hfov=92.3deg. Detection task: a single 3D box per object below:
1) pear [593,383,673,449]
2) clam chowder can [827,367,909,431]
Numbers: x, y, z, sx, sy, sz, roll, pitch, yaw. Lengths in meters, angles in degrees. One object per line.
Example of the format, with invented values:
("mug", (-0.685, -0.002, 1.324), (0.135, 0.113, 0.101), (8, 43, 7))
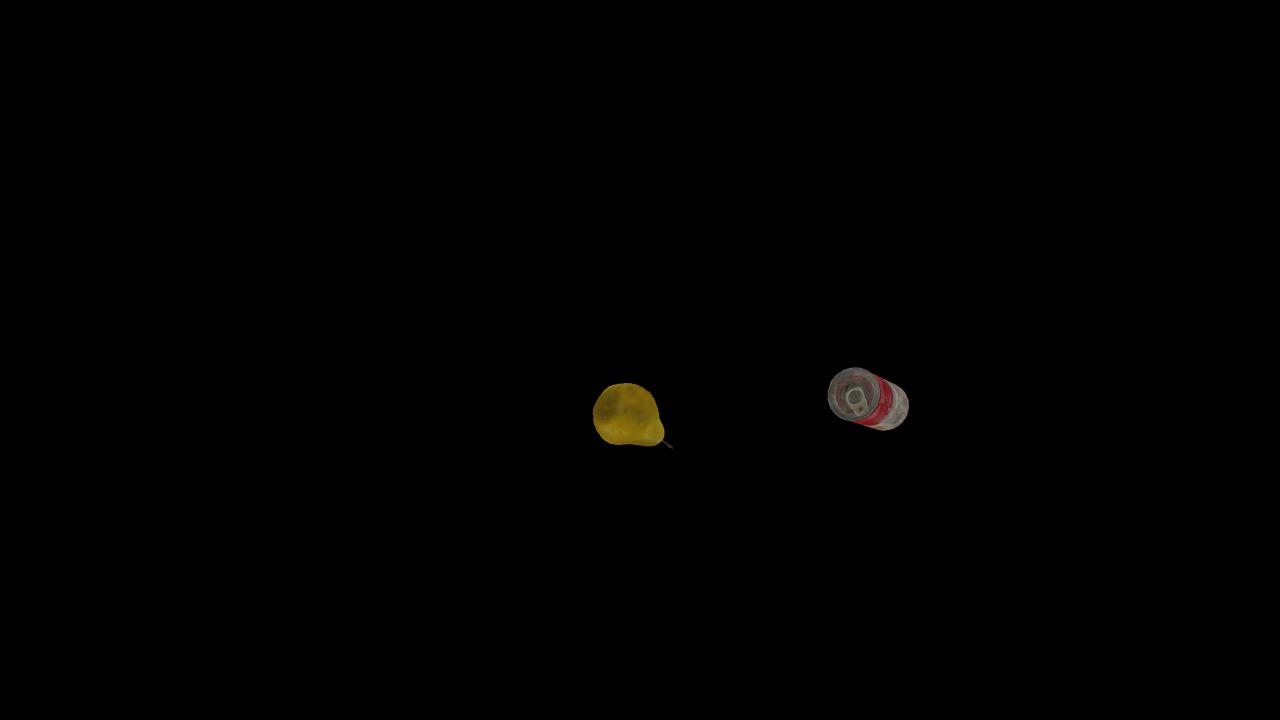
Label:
("pear", (-0.004, 0.076, 0.740), (0.080, 0.080, 0.111), (0, -32, 40))
("clam chowder can", (0.297, 0.052, 0.794), (0.068, 0.068, 0.102), (0, -12, 44))
